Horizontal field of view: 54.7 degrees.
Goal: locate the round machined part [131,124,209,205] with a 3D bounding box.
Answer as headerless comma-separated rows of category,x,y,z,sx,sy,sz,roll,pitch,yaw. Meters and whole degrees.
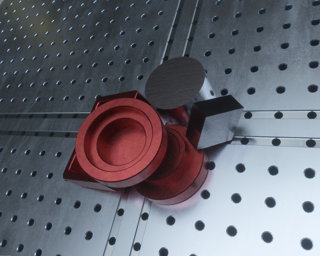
round machined part,0.005,0.038,0.369,0.098,0.042,0.098,-13,56,20

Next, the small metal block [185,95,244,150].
small metal block,0.061,-0.006,0.351,0.050,0.050,0.025,-14,47,-24

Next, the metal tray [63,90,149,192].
metal tray,-0.071,0.015,0.417,0.090,0.030,0.130,-4,59,43

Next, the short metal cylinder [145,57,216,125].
short metal cylinder,0.028,-0.046,0.404,0.080,0.050,0.080,-13,56,20

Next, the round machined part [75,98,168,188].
round machined part,-0.039,0.019,0.344,0.098,0.042,0.098,-6,62,13
